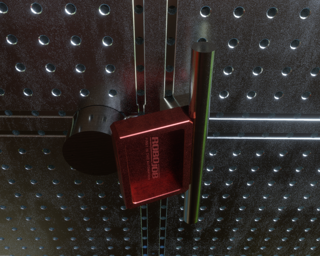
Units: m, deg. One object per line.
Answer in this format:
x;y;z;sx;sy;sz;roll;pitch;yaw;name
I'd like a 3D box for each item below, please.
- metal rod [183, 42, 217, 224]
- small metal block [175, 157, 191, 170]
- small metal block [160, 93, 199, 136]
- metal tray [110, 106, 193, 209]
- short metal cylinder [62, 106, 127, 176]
0.047;0.032;0.406;0.025;0.025;0.298;-1;130;0;metal rod
0.020;0.052;0.455;0.050;0.025;0.050;32;123;-25;small metal block
0.031;-0.015;0.399;0.050;0.025;0.050;-12;130;9;small metal block
-0.008;0.041;0.391;0.091;0.030;0.129;-14;132;-14;metal tray
-0.082;0.017;0.408;0.081;0.050;0.079;0;130;0;short metal cylinder
